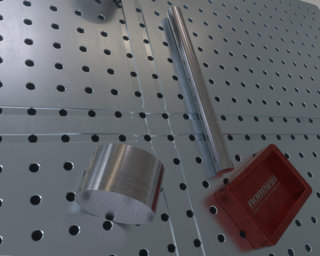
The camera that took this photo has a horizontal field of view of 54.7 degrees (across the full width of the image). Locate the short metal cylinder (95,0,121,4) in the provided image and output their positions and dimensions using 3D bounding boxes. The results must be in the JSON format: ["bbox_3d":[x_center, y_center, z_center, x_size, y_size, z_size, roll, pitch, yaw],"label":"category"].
[{"bbox_3d":[-0.088,-0.248,0.496,0.081,0.050,0.080,14,56,-21],"label":"short metal cylinder"}]

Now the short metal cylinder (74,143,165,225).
[{"bbox_3d":[-0.039,0.059,0.316,0.080,0.080,0.050,24,53,-14],"label":"short metal cylinder"}]

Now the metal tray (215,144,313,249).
[{"bbox_3d":[0.147,0.089,0.429,0.131,0.030,0.090,-31,79,-38],"label":"metal tray"}]

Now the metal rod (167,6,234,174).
[{"bbox_3d":[0.057,-0.073,0.483,0.025,0.025,0.299,1,61,-28],"label":"metal rod"}]
